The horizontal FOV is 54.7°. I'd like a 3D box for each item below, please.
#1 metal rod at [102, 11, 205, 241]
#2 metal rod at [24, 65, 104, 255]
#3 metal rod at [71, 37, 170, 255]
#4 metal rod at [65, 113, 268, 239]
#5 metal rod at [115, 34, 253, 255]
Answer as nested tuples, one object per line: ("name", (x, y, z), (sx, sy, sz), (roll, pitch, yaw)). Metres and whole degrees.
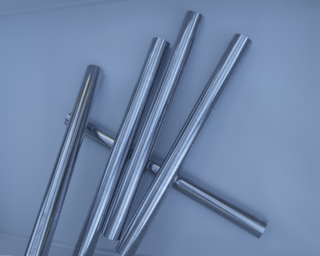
("metal rod", (-0.008, -0.004, 0.393), (0.025, 0.025, 0.299), (21, 89, 19))
("metal rod", (-0.121, 0.052, 0.388), (0.025, 0.025, 0.299), (3, 66, 20))
("metal rod", (-0.049, 0.026, 0.401), (0.025, 0.025, 0.299), (19, 86, 19))
("metal rod", (-0.005, 0.054, 0.412), (0.301, 0.025, 0.025), (28, 99, 17))
("metal rod", (0.028, 0.023, 0.379), (0.025, 0.025, 0.299), (29, 91, 17))
